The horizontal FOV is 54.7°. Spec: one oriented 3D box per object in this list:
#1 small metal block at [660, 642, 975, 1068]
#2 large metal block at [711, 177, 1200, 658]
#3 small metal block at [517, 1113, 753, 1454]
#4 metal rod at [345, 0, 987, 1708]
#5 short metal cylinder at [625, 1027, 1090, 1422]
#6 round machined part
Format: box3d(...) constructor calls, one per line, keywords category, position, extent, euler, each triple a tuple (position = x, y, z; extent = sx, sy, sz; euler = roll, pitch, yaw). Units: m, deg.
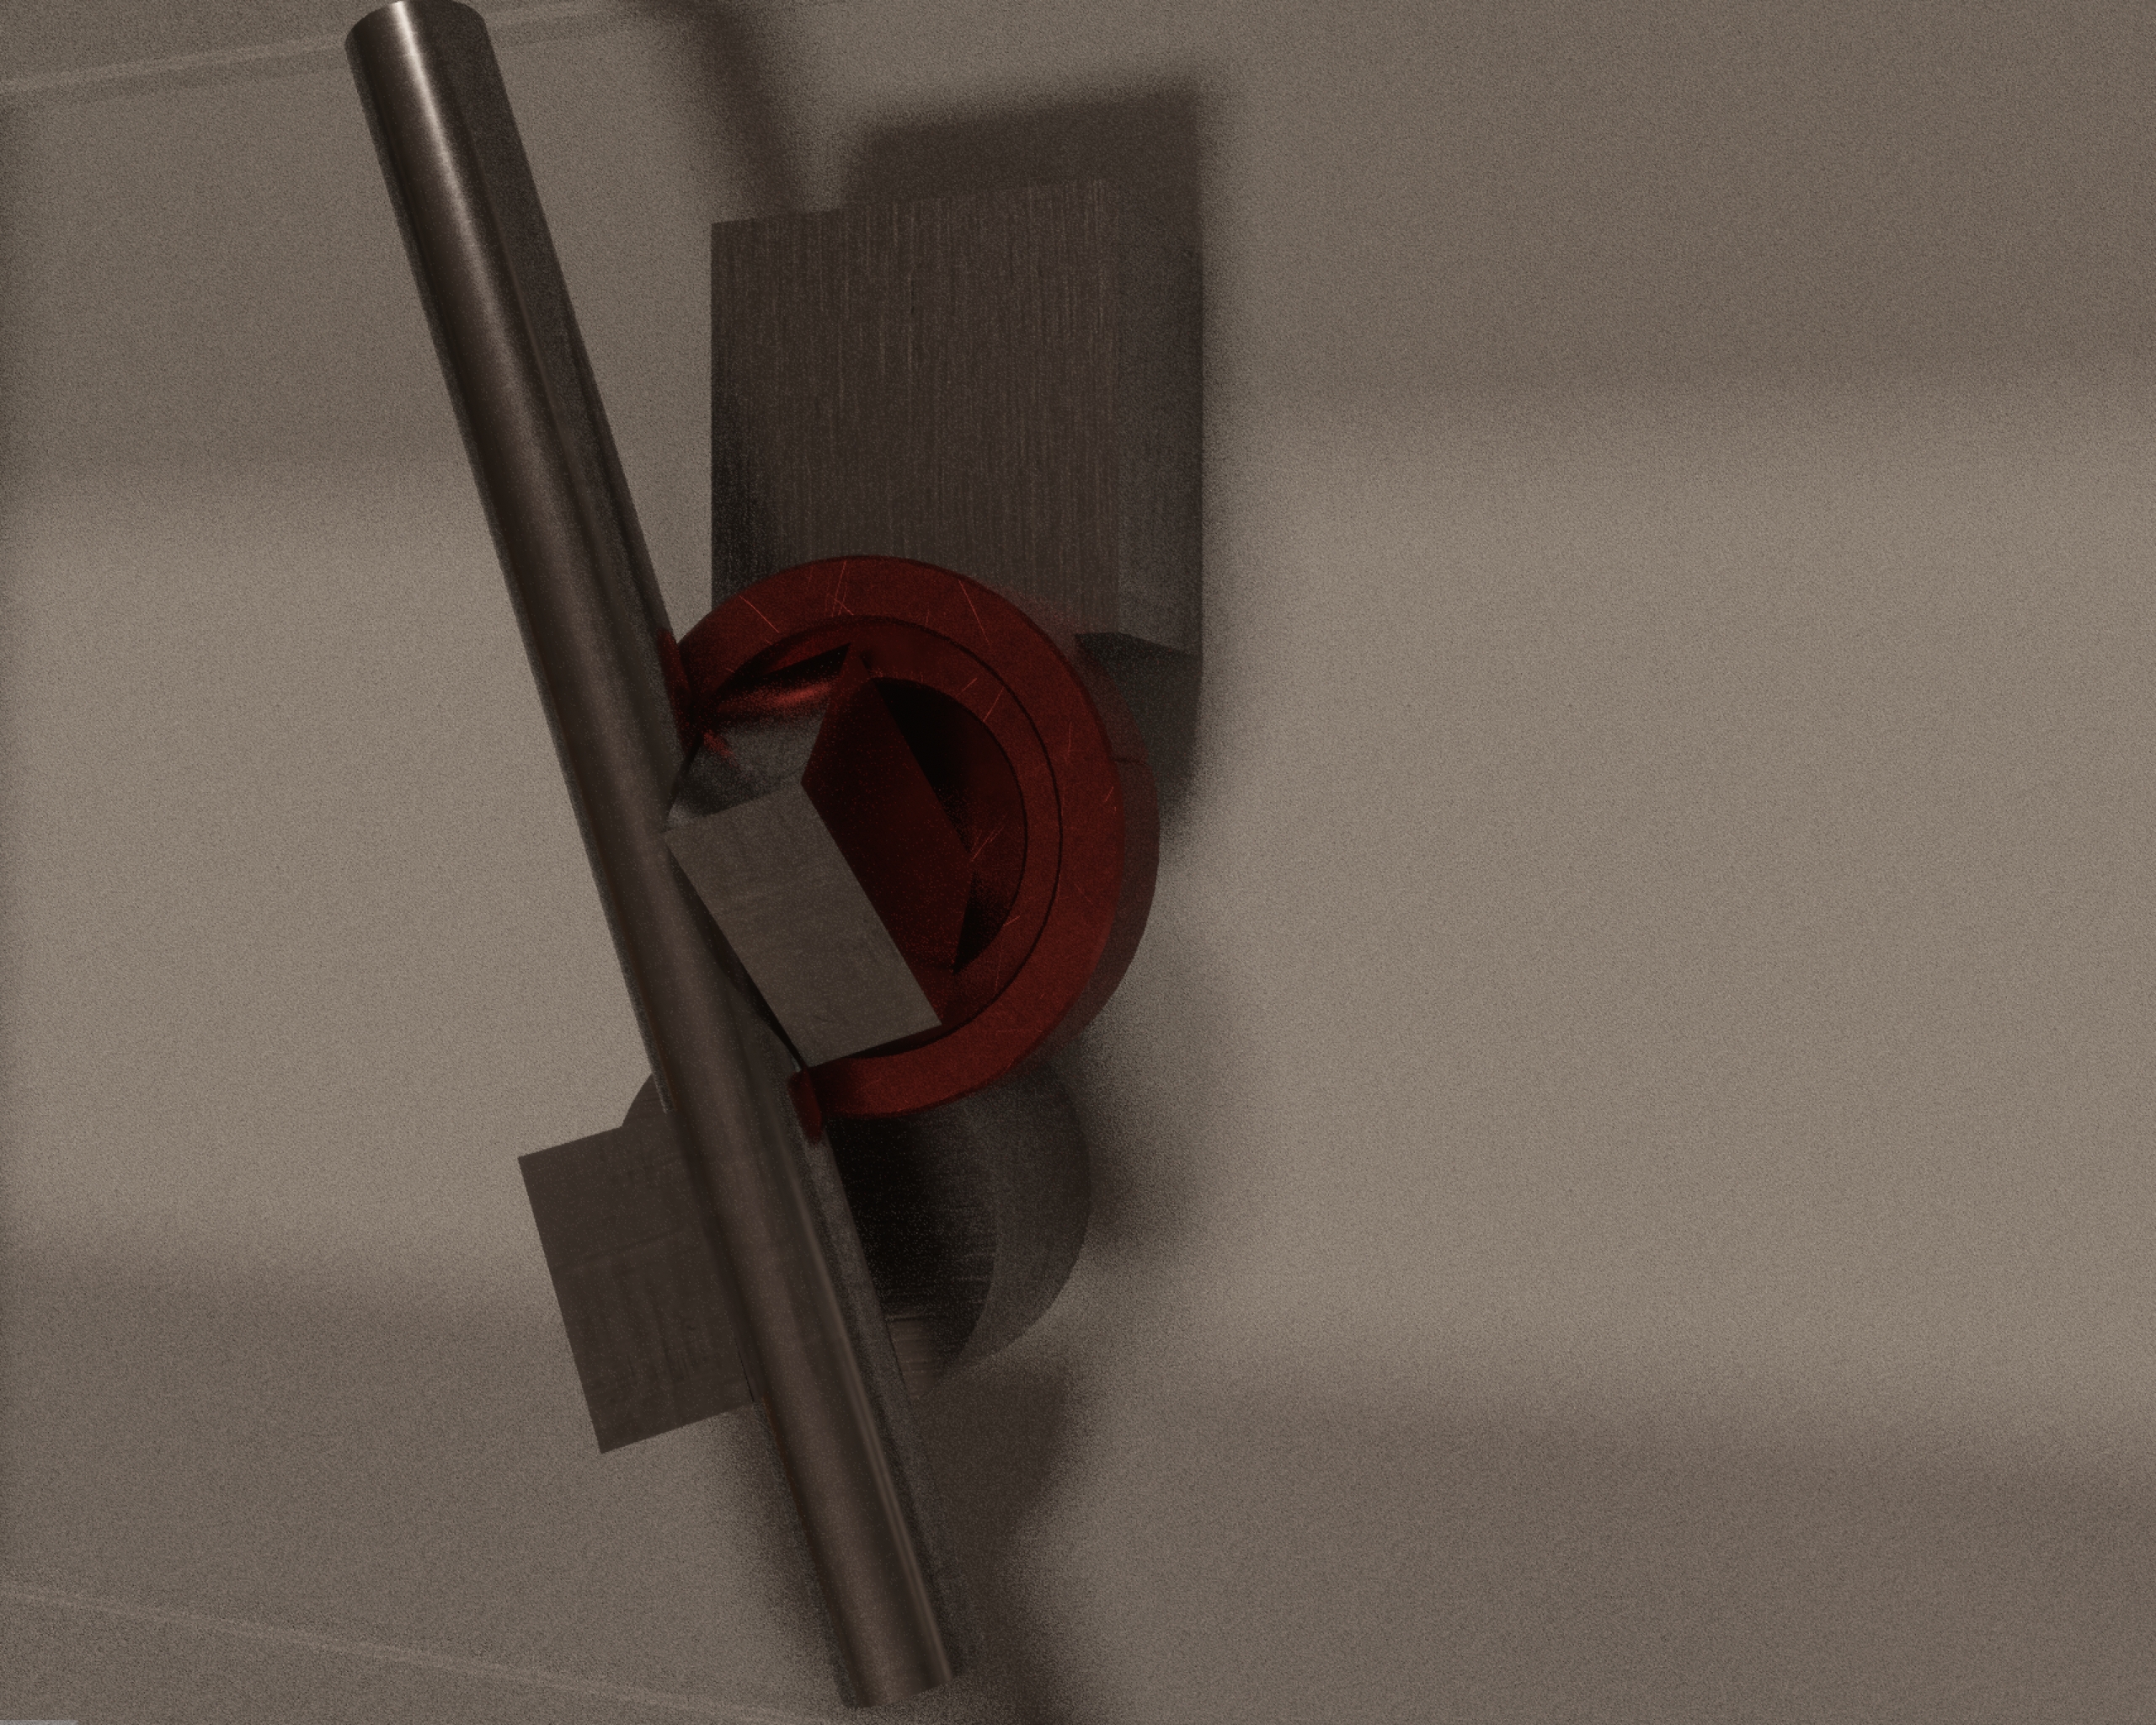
box3d(category="small metal block", position=(-0.043, -0.002, 0.359), extent=(0.025, 0.050, 0.050), euler=(-19, 119, 15))
box3d(category="large metal block", position=(-0.022, -0.080, 0.401), extent=(0.080, 0.050, 0.079), euler=(0, 90, 19))
box3d(category="small metal block", position=(-0.078, 0.073, 0.366), extent=(0.025, 0.050, 0.050), euler=(-16, 83, -14))
box3d(category="metal rod", position=(-0.073, -0.007, 0.359), extent=(0.025, 0.025, 0.299), euler=(-20, 84, 18))
box3d(category="short metal cylinder", position=(-0.044, 0.066, 0.411), extent=(0.080, 0.050, 0.079), euler=(0, 90, 19))
box3d(category="round machined part", position=(-0.032, -0.005, 0.379), extent=(0.098, 0.042, 0.097), euler=(0, 90, 19))
